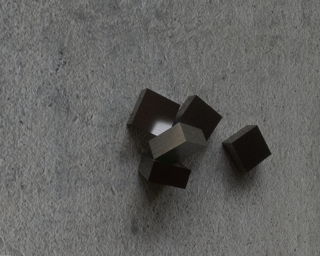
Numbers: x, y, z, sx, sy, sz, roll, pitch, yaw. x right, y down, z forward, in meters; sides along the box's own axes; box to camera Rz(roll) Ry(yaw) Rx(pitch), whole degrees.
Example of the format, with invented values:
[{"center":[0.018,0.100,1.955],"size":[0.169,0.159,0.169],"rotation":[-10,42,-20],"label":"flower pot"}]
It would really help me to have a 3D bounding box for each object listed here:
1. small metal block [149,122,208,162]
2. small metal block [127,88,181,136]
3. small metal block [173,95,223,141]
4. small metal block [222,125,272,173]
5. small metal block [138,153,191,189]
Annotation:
[{"center":[0.023,0.020,0.389],"size":[0.050,0.050,0.025],"rotation":[16,50,-50],"label":"small metal block"},{"center":[-0.008,-0.018,0.406],"size":[0.050,0.025,0.050],"rotation":[26,81,-18],"label":"small metal block"},{"center":[0.049,-0.010,0.427],"size":[0.050,0.025,0.050],"rotation":[38,78,-16],"label":"small metal block"},{"center":[0.128,0.030,0.456],"size":[0.050,0.025,0.050],"rotation":[-32,101,-17],"label":"small metal block"},{"center":[0.004,0.054,0.396],"size":[0.050,0.050,0.025],"rotation":[16,92,-20],"label":"small metal block"}]
